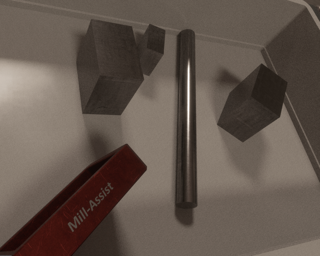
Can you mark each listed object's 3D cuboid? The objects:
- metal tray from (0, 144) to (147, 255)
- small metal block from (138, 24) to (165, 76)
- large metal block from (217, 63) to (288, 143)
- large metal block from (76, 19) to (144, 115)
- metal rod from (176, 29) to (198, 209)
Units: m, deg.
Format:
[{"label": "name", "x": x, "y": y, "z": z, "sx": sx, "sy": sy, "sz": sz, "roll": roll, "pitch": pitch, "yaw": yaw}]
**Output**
[{"label": "metal tray", "x": -0.079, "y": 0.074, "z": 0.274, "sx": 0.030, "sy": 0.090, "sz": 0.131, "roll": 51, "pitch": 50, "yaw": -9}, {"label": "small metal block", "x": -0.015, "y": -0.113, "z": 0.452, "sx": 0.025, "sy": 0.050, "sz": 0.050, "roll": 17, "pitch": 55, "yaw": -19}, {"label": "large metal block", "x": 0.140, "y": -0.037, "z": 0.471, "sx": 0.050, "sy": 0.080, "sz": 0.080, "roll": 34, "pitch": 51, "yaw": -6}, {"label": "large metal block", "x": -0.065, "y": -0.071, "z": 0.380, "sx": 0.050, "sy": 0.080, "sz": 0.080, "roll": 1, "pitch": 61, "yaw": -28}, {"label": "metal rod", "x": 0.040, "y": -0.034, "z": 0.449, "sx": 0.025, "sy": 0.025, "sz": 0.300, "roll": 17, "pitch": 55, "yaw": -19}]
